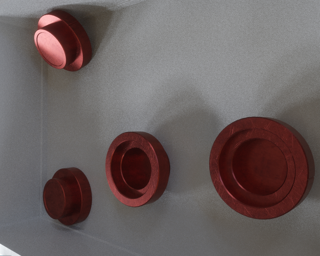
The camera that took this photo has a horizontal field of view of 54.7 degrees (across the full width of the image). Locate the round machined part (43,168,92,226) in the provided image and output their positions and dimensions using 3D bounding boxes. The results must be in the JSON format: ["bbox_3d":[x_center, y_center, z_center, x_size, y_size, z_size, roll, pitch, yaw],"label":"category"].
[{"bbox_3d":[-0.164,0.118,0.532,0.098,0.042,0.097,0,90,40],"label":"round machined part"}]

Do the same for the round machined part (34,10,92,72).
[{"bbox_3d":[-0.161,-0.134,0.499,0.098,0.042,0.097,23,137,23],"label":"round machined part"}]

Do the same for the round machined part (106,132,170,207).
[{"bbox_3d":[-0.025,0.053,0.417,0.098,0.042,0.097,0,90,40],"label":"round machined part"}]

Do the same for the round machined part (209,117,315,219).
[{"bbox_3d":[0.103,0.038,0.311,0.098,0.042,0.097,0,90,40],"label":"round machined part"}]
